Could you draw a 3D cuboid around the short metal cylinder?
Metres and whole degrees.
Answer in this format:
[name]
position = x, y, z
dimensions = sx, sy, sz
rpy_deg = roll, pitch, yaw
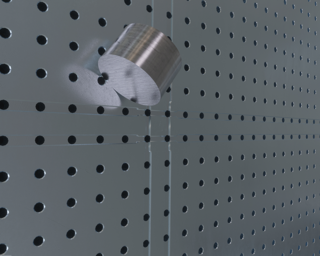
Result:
[short metal cylinder]
position = -0.022, -0.070, 0.354
dimensions = 0.080, 0.080, 0.050
rpy_deg = 46, 63, -30
